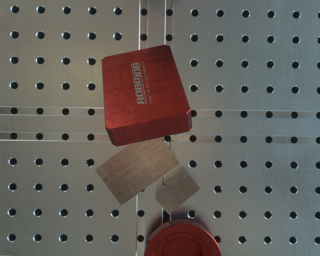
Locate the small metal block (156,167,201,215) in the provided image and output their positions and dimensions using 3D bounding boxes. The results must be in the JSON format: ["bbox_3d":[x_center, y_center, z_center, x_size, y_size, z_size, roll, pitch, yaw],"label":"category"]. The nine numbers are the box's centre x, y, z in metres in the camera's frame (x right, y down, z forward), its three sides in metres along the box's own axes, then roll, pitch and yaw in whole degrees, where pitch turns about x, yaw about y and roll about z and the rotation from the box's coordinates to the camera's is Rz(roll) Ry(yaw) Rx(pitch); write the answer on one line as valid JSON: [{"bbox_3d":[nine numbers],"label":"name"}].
[{"bbox_3d":[0.022,0.080,0.401,0.050,0.050,0.025,-40,90,0],"label":"small metal block"}]

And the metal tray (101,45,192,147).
[{"bbox_3d":[-0.020,-0.044,0.371,0.091,0.030,0.130,-12,48,-1],"label":"metal tray"}]

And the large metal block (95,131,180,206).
[{"bbox_3d":[-0.026,0.043,0.386,0.080,0.080,0.050,-36,90,0],"label":"large metal block"}]

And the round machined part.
[{"bbox_3d":[0.028,0.168,0.405,0.099,0.042,0.097,0,90,-1],"label":"round machined part"}]
